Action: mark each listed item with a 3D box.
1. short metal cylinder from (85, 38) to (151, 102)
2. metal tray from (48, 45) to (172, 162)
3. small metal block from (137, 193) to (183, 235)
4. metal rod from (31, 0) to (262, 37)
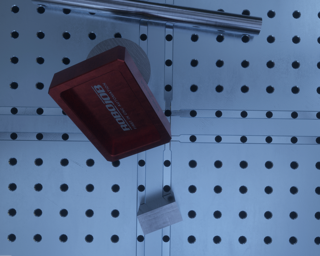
[{"bbox_3d":[-0.052,-0.070,0.400,0.081,0.050,0.079,0,90,-1],"label":"short metal cylinder"},{"bbox_3d":[-0.052,-0.021,0.362,0.090,0.030,0.130,-20,131,14],"label":"metal tray"},{"bbox_3d":[0.000,0.110,0.401,0.050,0.050,0.025,-21,90,0],"label":"small metal block"},{"bbox_3d":[-0.017,-0.156,0.413,0.302,0.025,0.025,8,90,-1],"label":"metal rod"}]
